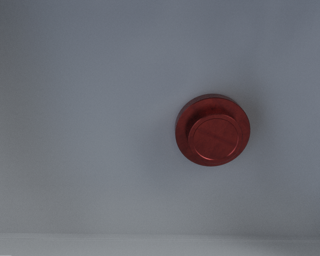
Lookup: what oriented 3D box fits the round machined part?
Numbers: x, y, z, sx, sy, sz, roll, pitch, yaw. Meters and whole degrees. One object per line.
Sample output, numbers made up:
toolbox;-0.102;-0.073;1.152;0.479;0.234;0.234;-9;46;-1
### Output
round machined part;0.069;0.007;0.405;0.099;0.042;0.097;0;110;0
